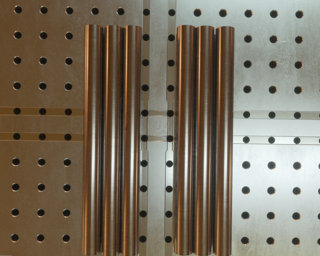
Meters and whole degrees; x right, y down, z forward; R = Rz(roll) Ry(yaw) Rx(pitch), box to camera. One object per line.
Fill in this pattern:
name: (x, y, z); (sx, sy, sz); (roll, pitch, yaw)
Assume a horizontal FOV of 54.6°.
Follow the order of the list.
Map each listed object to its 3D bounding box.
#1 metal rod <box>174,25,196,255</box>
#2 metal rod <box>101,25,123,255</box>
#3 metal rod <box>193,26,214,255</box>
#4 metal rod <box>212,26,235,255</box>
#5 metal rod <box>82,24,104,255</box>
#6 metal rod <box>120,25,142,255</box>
metal rod: (0.033, 0.016, 0.413); (0.025, 0.025, 0.298); (1, 90, 0)
metal rod: (-0.063, 0.017, 0.412); (0.025, 0.025, 0.298); (1, 90, 0)
metal rod: (0.058, 0.017, 0.413); (0.025, 0.025, 0.298); (1, 90, 0)
metal rod: (0.085, 0.017, 0.413); (0.025, 0.025, 0.298); (1, 90, 0)
metal rod: (-0.089, 0.015, 0.412); (0.025, 0.025, 0.298); (1, 90, 0)
metal rod: (-0.038, 0.016, 0.413); (0.025, 0.025, 0.298); (1, 90, 0)
